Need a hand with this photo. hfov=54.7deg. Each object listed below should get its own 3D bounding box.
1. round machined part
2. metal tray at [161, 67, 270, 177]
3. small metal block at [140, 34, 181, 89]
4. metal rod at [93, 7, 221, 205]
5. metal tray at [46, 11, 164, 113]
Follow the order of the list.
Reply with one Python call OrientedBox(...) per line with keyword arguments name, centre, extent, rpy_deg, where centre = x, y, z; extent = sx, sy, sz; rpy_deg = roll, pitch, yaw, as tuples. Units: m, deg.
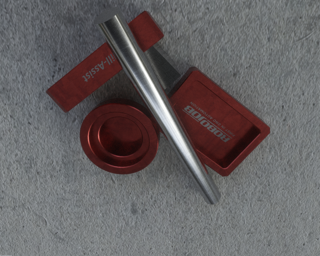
OrientedBox(name="round machined part", centre=(-0.049, 0.008, 0.400), extent=(0.099, 0.042, 0.097), rpy_deg=(2, 113, 5))
OrientedBox(name="metal tray", centre=(0.065, -0.006, 0.407), extent=(0.130, 0.030, 0.090), rpy_deg=(36, 106, -13))
OrientedBox(name="small metal block", centre=(-0.005, -0.080, 0.363), extent=(0.025, 0.050, 0.050), rpy_deg=(-40, 120, 16))
OrientedBox(name="metal rod", centre=(0.016, 0.003, 0.355), extent=(0.025, 0.025, 0.299), rpy_deg=(-25, 130, 8))
OrientedBox(name="metal tray", centre=(-0.057, -0.077, 0.346), extent=(0.130, 0.090, 0.030), rpy_deg=(-35, 107, 12))
